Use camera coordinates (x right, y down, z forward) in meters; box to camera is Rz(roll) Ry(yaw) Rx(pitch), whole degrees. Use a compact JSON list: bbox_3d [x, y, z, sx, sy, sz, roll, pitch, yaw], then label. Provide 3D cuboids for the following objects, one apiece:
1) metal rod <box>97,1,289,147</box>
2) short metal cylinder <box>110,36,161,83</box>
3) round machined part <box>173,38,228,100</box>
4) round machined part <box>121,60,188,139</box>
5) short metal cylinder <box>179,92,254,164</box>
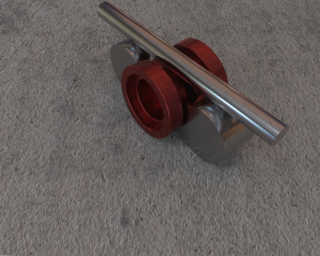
[{"bbox_3d":[0.018,-0.080,0.369,0.025,0.025,0.300,-33,58,-25],"label":"metal rod"},{"bbox_3d":[-0.028,-0.092,0.445,0.050,0.080,0.080,-32,57,-24],"label":"short metal cylinder"},{"bbox_3d":[0.040,-0.066,0.413,0.042,0.098,0.098,-35,58,-20],"label":"round machined part"},{"bbox_3d":[-0.003,-0.039,0.389,0.042,0.097,0.098,-30,56,-28],"label":"round machined part"},{"bbox_3d":[0.065,-0.004,0.373,0.050,0.080,0.080,-32,57,-24],"label":"short metal cylinder"}]
